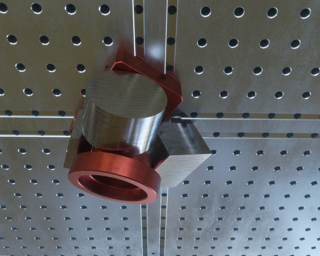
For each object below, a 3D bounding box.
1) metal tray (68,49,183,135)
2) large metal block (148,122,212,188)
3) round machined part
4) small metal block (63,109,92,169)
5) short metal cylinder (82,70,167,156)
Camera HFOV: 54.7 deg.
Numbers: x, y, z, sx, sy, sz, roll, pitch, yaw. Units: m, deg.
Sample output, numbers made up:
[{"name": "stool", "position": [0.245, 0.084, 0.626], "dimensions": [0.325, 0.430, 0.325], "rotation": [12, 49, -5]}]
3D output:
[{"name": "metal tray", "position": [-0.045, -0.023, 0.389], "dimensions": [0.090, 0.030, 0.129], "rotation": [28, 125, -22]}, {"name": "large metal block", "position": [0.006, 0.038, 0.404], "dimensions": [0.081, 0.050, 0.080], "rotation": [3, 139, -45]}, {"name": "round machined part", "position": [-0.047, 0.048, 0.342], "dimensions": [0.099, 0.042, 0.098], "rotation": [9, 151, 6]}, {"name": "small metal block", "position": [-0.092, 0.015, 0.365], "dimensions": [0.025, 0.050, 0.050], "rotation": [15, 128, -13]}, {"name": "short metal cylinder", "position": [-0.038, -0.017, 0.321], "dimensions": [0.081, 0.080, 0.050], "rotation": [10, 129, -9]}]
